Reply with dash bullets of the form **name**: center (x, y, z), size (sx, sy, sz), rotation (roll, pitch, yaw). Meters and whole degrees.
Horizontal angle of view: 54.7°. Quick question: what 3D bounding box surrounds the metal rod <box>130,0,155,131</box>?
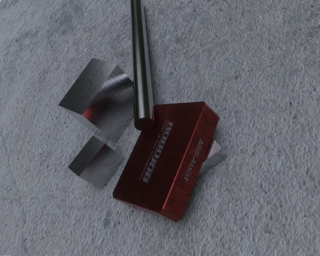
- **metal rod**: center (-0.030, -0.117, 0.467), size (0.025, 0.025, 0.300), rotation (-20, 47, 16)

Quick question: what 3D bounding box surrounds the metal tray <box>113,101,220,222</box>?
- **metal tray**: center (0.006, 0.033, 0.359), size (0.090, 0.030, 0.130), rotation (1, 60, 49)

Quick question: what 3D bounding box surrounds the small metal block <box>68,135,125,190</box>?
- **small metal block**: center (-0.081, 0.045, 0.401), size (0.025, 0.050, 0.050), rotation (29, 77, 37)

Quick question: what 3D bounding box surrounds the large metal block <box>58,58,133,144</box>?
- **large metal block**: center (-0.077, -0.037, 0.430), size (0.050, 0.080, 0.080), rotation (21, 73, 35)

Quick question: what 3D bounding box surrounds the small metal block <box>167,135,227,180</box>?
- **small metal block**: center (0.041, 0.027, 0.365), size (0.050, 0.025, 0.050), rotation (-37, 51, 3)
